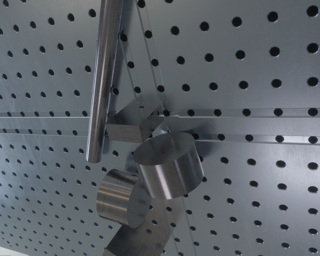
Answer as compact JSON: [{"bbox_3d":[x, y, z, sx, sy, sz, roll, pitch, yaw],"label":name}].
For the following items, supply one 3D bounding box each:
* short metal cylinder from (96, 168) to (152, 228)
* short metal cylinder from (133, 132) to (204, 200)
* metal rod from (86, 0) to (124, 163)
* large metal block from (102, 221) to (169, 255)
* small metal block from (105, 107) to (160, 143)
[{"bbox_3d":[-0.051,0.104,0.467,0.050,0.080,0.079,9,123,23],"label":"short metal cylinder"},{"bbox_3d":[0.011,0.046,0.398,0.080,0.080,0.050,-4,117,30],"label":"short metal cylinder"},{"bbox_3d":[-0.074,-0.068,0.408,0.025,0.025,0.298,25,127,13],"label":"metal rod"},{"bbox_3d":[-0.043,0.208,0.527,0.080,0.080,0.050,32,129,7],"label":"large metal block"},{"bbox_3d":[-0.035,-0.005,0.411,0.050,0.050,0.025,4,120,26],"label":"small metal block"}]
